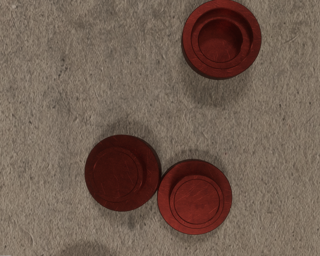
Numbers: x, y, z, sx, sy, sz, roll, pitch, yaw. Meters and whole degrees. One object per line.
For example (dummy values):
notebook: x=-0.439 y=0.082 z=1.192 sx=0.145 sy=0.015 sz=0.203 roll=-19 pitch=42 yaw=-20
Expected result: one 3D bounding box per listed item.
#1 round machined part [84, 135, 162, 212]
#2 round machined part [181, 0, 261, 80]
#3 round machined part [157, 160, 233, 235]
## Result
round machined part: x=-0.050 y=0.057 z=0.392 sx=0.098 sy=0.042 sz=0.097 roll=-1 pitch=86 yaw=10
round machined part: x=0.076 y=-0.111 z=0.402 sx=0.099 sy=0.042 sz=0.097 roll=0 pitch=90 yaw=-1
round machined part: x=0.046 y=0.091 z=0.402 sx=0.099 sy=0.042 sz=0.097 roll=0 pitch=90 yaw=-1
